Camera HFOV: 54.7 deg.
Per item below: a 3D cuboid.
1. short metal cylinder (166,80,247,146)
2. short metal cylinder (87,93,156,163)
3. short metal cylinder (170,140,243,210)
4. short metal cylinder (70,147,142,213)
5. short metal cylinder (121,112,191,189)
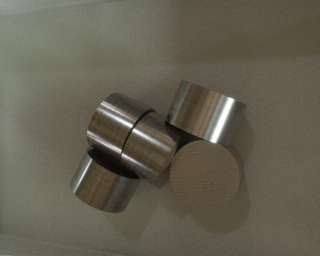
[{"bbox_3d":[0.053,-0.018,0.360,0.080,0.080,0.050,24,98,18],"label":"short metal cylinder"},{"bbox_3d":[-0.047,0.001,0.395,0.050,0.080,0.080,27,99,17],"label":"short metal cylinder"},{"bbox_3d":[0.058,0.053,0.374,0.080,0.050,0.079,0,90,19],"label":"short metal cylinder"},{"bbox_3d":[-0.068,0.065,0.402,0.080,0.080,0.050,31,100,17],"label":"short metal cylinder"},{"bbox_3d":[-0.003,0.027,0.381,0.050,0.080,0.080,28,99,17],"label":"short metal cylinder"}]
